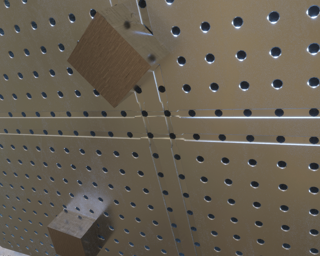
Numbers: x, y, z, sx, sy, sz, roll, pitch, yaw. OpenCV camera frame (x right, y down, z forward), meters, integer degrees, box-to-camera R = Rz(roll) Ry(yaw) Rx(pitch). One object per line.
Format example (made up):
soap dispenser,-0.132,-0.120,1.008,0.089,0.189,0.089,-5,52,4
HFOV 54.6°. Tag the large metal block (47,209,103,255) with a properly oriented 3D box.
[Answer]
large metal block,-0.168,0.218,0.620,0.080,0.050,0.080,10,123,23

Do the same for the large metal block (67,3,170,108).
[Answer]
large metal block,-0.050,-0.085,0.370,0.080,0.050,0.080,45,129,-4
